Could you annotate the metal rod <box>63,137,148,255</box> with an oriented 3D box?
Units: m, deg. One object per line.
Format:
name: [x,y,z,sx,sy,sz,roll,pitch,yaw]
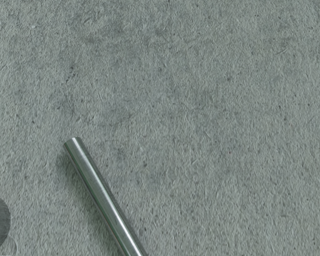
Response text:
metal rod: [-0.034,0.138,0.357,0.025,0.025,0.299,-31,73,-11]

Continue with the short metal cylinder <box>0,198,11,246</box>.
short metal cylinder: [-0.222,0.110,0.353,0.081,0.050,0.080,0,70,0]
